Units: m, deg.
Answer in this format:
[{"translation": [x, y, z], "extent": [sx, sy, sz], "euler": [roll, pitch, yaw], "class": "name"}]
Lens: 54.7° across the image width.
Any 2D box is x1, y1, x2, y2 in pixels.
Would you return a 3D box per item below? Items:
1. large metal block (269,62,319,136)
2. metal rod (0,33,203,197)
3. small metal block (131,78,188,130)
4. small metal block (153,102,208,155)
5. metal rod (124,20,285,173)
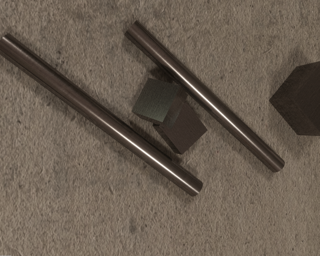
[{"translation": [0.233, -0.044, 0.484], "extent": [0.080, 0.050, 0.080], "euler": [46, 76, -15], "class": "large metal block"}, {"translation": [-0.062, -0.006, 0.386], "extent": [0.301, 0.025, 0.025], "euler": [39, 78, -16], "class": "metal rod"}, {"translation": [0.000, -0.032, 0.394], "extent": [0.050, 0.050, 0.025], "euler": [-64, 147, -9], "class": "small metal block"}, {"translation": [0.028, 0.000, 0.420], "extent": [0.050, 0.025, 0.050], "euler": [-42, 104, -15], "class": "small metal block"}, {"translation": [0.072, -0.035, 0.436], "extent": [0.300, 0.025, 0.025], "euler": [40, 77, -16], "class": "metal rod"}]
